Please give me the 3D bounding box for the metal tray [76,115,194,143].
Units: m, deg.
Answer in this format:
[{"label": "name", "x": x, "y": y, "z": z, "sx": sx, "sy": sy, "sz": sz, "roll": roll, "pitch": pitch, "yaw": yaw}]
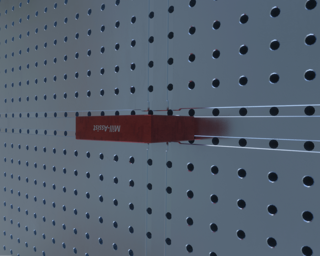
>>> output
[{"label": "metal tray", "x": -0.033, "y": 0.000, "z": 0.395, "sx": 0.130, "sy": 0.091, "sz": 0.030, "roll": 1, "pitch": 91, "yaw": 40}]
